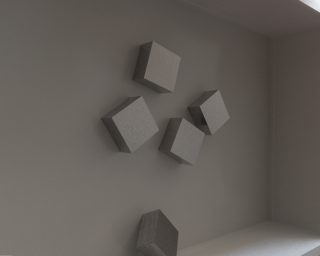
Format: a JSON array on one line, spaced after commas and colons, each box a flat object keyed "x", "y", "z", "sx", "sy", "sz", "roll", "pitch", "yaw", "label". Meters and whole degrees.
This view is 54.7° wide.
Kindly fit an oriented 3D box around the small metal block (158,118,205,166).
[{"x": 0.031, "y": 0.019, "z": 0.435, "sx": 0.050, "sy": 0.025, "sz": 0.050, "roll": 34, "pitch": 69, "yaw": -35, "label": "small metal block"}]

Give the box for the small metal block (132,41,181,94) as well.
[{"x": -0.004, "y": -0.078, "z": 0.405, "sx": 0.050, "sy": 0.025, "sz": 0.050, "roll": 21, "pitch": 77, "yaw": -38, "label": "small metal block"}]

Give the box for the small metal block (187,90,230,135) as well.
[{"x": 0.075, "y": -0.024, "z": 0.472, "sx": 0.050, "sy": 0.025, "sz": 0.050, "roll": -40, "pitch": 115, "yaw": -33, "label": "small metal block"}]

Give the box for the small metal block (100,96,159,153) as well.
[{"x": -0.036, "y": -0.005, "z": 0.379, "sx": 0.050, "sy": 0.025, "sz": 0.050, "roll": -40, "pitch": 115, "yaw": -33, "label": "small metal block"}]

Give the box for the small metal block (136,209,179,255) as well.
[{"x": -0.001, "y": 0.141, "z": 0.393, "sx": 0.050, "sy": 0.025, "sz": 0.050, "roll": 55, "pitch": 25, "yaw": -26, "label": "small metal block"}]
